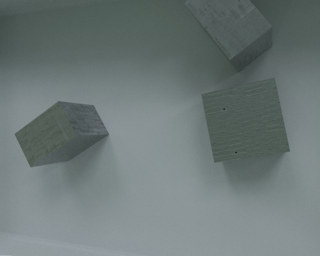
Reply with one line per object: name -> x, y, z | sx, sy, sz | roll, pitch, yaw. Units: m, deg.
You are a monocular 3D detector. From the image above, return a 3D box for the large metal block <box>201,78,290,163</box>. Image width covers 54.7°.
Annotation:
large metal block -> 0.100, -0.007, 0.362 | 0.080, 0.050, 0.080 | -11, 86, 19

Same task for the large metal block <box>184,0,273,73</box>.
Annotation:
large metal block -> 0.081, -0.116, 0.352 | 0.050, 0.080, 0.080 | -38, 78, 16

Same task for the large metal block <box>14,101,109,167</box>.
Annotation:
large metal block -> -0.132, 0.008, 0.426 | 0.080, 0.080, 0.050 | -33, 80, 17
